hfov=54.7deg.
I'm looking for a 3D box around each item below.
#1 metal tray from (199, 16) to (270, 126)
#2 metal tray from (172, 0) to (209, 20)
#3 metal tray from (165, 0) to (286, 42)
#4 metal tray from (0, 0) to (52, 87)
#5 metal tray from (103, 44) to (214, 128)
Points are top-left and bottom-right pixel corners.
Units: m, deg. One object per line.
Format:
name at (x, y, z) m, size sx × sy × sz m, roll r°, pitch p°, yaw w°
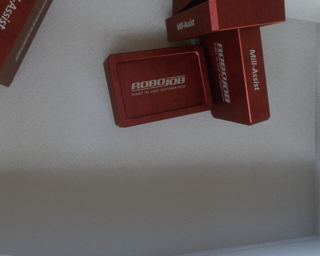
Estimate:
metal tray at (0.093, -0.074, 0.400) m, size 0.030 × 0.090 × 0.129 m, roll -16°, pitch 104°, yaw -19°
metal tray at (0.080, -0.166, 0.384) m, size 0.091 × 0.130 × 0.030 m, roll 1°, pitch 90°, yaw -20°
metal tray at (0.071, -0.130, 0.373) m, size 0.091 × 0.130 × 0.030 m, roll -13°, pitch 104°, yaw -17°
metal tray at (-0.148, -0.111, 0.321) m, size 0.030 × 0.090 × 0.130 m, roll 25°, pitch 82°, yaw -18°
metal tray at (0.000, -0.056, 0.407) m, size 0.131 × 0.030 × 0.089 m, roll -12°, pitch 94°, yaw -20°
